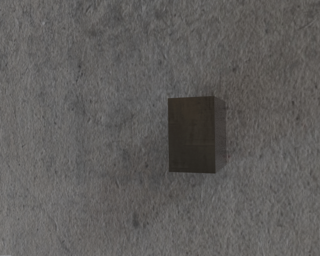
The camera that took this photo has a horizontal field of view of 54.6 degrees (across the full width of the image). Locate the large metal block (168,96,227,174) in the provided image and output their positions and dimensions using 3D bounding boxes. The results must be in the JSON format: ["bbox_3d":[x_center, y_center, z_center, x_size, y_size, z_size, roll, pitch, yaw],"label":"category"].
[{"bbox_3d":[0.047,0.007,0.364,0.050,0.080,0.080,-1,90,20],"label":"large metal block"}]
